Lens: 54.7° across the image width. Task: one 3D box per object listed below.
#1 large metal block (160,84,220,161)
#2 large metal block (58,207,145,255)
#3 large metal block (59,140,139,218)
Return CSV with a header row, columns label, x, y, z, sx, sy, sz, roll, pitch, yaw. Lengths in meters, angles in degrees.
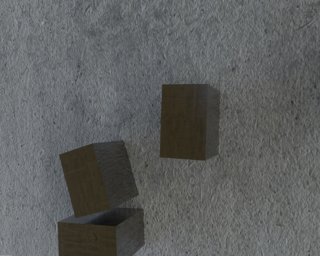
label,x,y,z,sx,sy,sz,roll,pitch,yaw
large metal block,0.038,-0.007,0.366,0.050,0.080,0.079,2,91,20
large metal block,-0.074,0.139,0.406,0.080,0.080,0.050,-2,89,20
large metal block,-0.077,0.063,0.407,0.050,0.080,0.080,-19,84,19
